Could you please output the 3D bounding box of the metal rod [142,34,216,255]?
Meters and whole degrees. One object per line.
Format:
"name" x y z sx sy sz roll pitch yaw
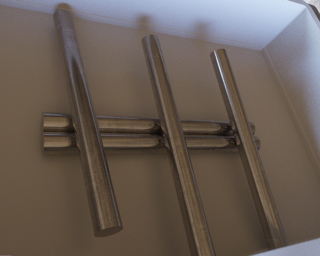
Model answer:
"metal rod" 0.016 0.007 0.378 0.025 0.025 0.299 1 61 -28

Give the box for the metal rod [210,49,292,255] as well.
"metal rod" 0.120 0.028 0.425 0.025 0.025 0.299 -4 72 -30

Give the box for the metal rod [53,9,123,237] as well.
"metal rod" -0.088 -0.031 0.345 0.025 0.025 0.299 -1 54 -29

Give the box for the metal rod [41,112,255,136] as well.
"metal rod" 0.005 -0.001 0.409 0.303 0.025 0.025 2 61 -28

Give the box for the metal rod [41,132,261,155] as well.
"metal rod" 0.009 0.020 0.398 0.303 0.025 0.025 2 61 -28
